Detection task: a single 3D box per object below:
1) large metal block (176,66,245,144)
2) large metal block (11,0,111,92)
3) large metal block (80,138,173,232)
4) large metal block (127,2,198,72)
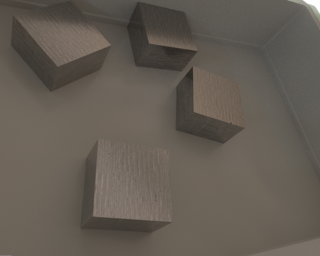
[{"bbox_3d":[0.071,-0.032,0.449,0.081,0.050,0.080,16,55,-20],"label":"large metal block"},{"bbox_3d":[-0.124,-0.104,0.387,0.080,0.050,0.081,49,51,6],"label":"large metal block"},{"bbox_3d":[-0.036,0.064,0.332,0.081,0.050,0.080,11,57,-23],"label":"large metal block"},{"bbox_3d":[0.002,-0.138,0.476,0.081,0.050,0.080,1,62,-28],"label":"large metal block"}]
